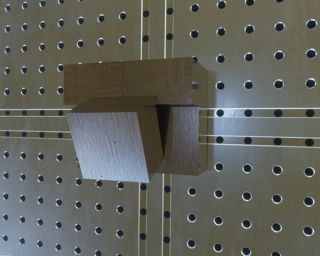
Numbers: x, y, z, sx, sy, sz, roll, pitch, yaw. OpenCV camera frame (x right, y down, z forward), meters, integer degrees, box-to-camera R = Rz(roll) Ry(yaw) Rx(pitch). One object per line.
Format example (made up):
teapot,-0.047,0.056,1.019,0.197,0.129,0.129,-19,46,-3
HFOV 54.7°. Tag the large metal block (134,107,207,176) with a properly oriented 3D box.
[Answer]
large metal block,0.015,0.014,0.391,0.080,0.050,0.079,1,90,19

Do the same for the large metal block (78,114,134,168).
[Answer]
large metal block,-0.062,0.013,0.418,0.080,0.050,0.079,1,90,19

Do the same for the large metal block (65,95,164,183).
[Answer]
large metal block,-0.047,0.011,0.344,0.080,0.050,0.079,0,114,19

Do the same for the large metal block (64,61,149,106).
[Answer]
large metal block,-0.067,-0.052,0.405,0.080,0.080,0.050,1,91,19

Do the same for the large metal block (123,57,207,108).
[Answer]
large metal block,0.009,-0.051,0.378,0.080,0.080,0.050,1,91,19
